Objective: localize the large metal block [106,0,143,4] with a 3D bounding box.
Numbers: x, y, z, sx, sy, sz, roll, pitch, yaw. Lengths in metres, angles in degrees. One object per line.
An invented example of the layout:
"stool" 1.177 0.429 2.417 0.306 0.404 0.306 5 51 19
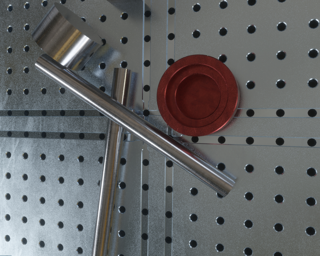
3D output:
"large metal block" -0.060 -0.219 0.404 0.050 0.080 0.079 3 91 20

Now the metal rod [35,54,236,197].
"metal rod" -0.037 -0.008 0.403 0.301 0.025 0.025 34 101 8

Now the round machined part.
"round machined part" 0.049 -0.039 0.386 0.098 0.042 0.097 0 90 20

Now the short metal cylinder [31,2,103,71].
"short metal cylinder" -0.126 -0.125 0.428 0.050 0.080 0.080 -45 76 14

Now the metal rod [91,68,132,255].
"metal rod" -0.070 0.066 0.437 0.025 0.025 0.298 8 93 20
